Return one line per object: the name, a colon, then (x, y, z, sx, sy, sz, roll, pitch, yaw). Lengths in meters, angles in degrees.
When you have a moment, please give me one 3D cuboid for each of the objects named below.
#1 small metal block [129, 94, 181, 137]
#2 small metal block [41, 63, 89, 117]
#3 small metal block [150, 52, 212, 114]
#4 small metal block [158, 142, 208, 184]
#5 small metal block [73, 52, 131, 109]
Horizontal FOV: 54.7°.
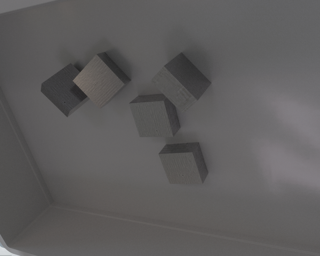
small metal block: (-0.006, -0.016, 0.402, 0.050, 0.025, 0.050, -2, 118, 29)
small metal block: (-0.124, -0.052, 0.422, 0.050, 0.050, 0.025, 45, 151, -4)
small metal block: (0.025, -0.052, 0.347, 0.050, 0.050, 0.025, 45, 129, -3)
small metal block: (0.032, 0.048, 0.422, 0.050, 0.025, 0.050, -6, 116, 31)
small metal block: (-0.075, -0.062, 0.403, 0.050, 0.025, 0.050, -41, 96, 24)
